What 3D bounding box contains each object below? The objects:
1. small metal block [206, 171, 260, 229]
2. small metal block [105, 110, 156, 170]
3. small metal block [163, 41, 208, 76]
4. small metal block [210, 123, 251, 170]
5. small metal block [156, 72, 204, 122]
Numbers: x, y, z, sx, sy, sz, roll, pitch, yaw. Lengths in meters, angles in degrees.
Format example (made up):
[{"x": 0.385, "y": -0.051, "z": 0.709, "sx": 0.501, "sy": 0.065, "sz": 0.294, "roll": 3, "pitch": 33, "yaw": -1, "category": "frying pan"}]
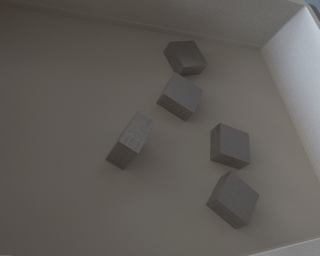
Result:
[{"x": 0.095, "y": 0.093, "z": 0.402, "sx": 0.050, "sy": 0.025, "sz": 0.050, "roll": 40, "pitch": 51, "yaw": -1, "category": "small metal block"}, {"x": -0.035, "y": 0.015, "z": 0.363, "sx": 0.025, "sy": 0.050, "sz": 0.050, "roll": 33, "pitch": 51, "yaw": -7, "category": "small metal block"}, {"x": 0.041, "y": -0.112, "z": 0.498, "sx": 0.050, "sy": 0.025, "sz": 0.050, "roll": -13, "pitch": 69, "yaw": -34, "category": "small metal block"}, {"x": 0.101, "y": 0.027, "z": 0.446, "sx": 0.050, "sy": 0.025, "sz": 0.050, "roll": 19, "pitch": 54, "yaw": -17, "category": "small metal block"}, {"x": 0.030, "y": -0.046, "z": 0.451, "sx": 0.050, "sy": 0.025, "sz": 0.050, "roll": 32, "pitch": 51, "yaw": -8, "category": "small metal block"}]
